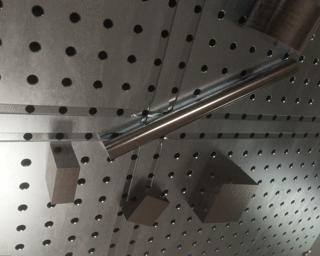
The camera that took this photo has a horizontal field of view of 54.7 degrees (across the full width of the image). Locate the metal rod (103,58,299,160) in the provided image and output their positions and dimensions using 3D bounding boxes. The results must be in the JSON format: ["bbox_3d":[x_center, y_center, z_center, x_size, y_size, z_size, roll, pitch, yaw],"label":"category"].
[{"bbox_3d":[0.066,-0.032,0.429,0.302,0.025,0.025,-25,128,-14],"label":"metal rod"}]

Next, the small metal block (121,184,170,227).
[{"bbox_3d":[-0.022,0.120,0.475,0.050,0.025,0.050,30,102,-38],"label":"small metal block"}]

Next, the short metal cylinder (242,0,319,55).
[{"bbox_3d":[0.150,-0.130,0.379,0.081,0.080,0.050,15,111,-35],"label":"short metal cylinder"}]

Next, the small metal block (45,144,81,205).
[{"bbox_3d":[-0.116,0.053,0.366,0.025,0.050,0.050,2,117,-30],"label":"small metal block"}]

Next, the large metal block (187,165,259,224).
[{"bbox_3d":[0.106,0.112,0.525,0.081,0.050,0.079,9,114,-33],"label":"large metal block"}]
